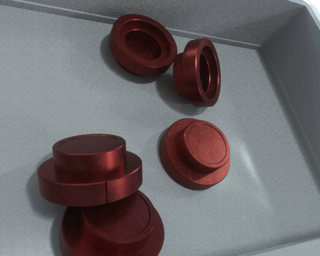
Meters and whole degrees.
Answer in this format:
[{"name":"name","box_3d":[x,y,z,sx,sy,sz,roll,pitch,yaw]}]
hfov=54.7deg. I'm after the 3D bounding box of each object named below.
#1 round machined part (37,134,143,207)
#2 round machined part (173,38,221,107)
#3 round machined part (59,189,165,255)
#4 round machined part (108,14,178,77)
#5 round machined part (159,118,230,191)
[{"name":"round machined part","box_3d":[-0.067,0.034,0.301,0.099,0.098,0.042,-10,107,-33]},{"name":"round machined part","box_3d":[0.053,-0.079,0.452,0.098,0.042,0.097,6,83,-60]},{"name":"round machined part","box_3d":[-0.042,0.091,0.295,0.099,0.042,0.098,14,33,-10]},{"name":"round machined part","box_3d":[-0.028,-0.115,0.451,0.099,0.042,0.098,14,56,-21]},{"name":"round machined part","box_3d":[0.052,0.029,0.407,0.099,0.042,0.098,14,56,-21]}]
